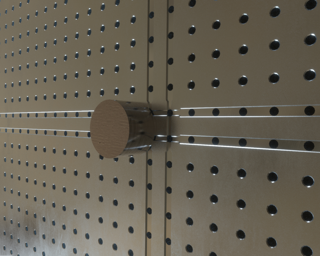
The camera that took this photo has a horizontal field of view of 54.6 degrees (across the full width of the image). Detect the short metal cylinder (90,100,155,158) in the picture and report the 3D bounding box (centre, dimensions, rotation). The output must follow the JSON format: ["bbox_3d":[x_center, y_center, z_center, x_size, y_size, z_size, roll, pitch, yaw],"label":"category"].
[{"bbox_3d":[-0.054,0.001,0.439,0.080,0.050,0.080,0,90,40],"label":"short metal cylinder"}]
